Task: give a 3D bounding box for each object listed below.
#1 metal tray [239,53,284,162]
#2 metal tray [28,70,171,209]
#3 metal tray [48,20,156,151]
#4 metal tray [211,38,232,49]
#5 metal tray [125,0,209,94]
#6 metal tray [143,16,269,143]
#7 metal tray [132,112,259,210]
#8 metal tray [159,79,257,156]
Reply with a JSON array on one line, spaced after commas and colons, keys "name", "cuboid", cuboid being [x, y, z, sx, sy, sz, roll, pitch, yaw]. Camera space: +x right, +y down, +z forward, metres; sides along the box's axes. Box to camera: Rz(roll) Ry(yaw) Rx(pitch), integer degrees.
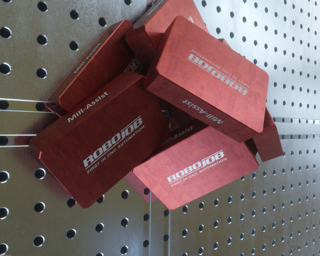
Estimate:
[{"name": "metal tray", "cuboid": [0.126, -0.028, 0.428, 0.090, 0.030, 0.130, 46, 25, -53]}, {"name": "metal tray", "cuboid": [-0.056, 0.011, 0.329, 0.131, 0.030, 0.090, -40, 131, -20]}, {"name": "metal tray", "cuboid": [-0.052, -0.049, 0.360, 0.090, 0.030, 0.130, 46, 62, -30]}, {"name": "metal tray", "cuboid": [0.094, -0.063, 0.454, 0.131, 0.030, 0.090, 19, 77, -59]}, {"name": "metal tray", "cuboid": [0.018, -0.114, 0.395, 0.090, 0.030, 0.130, 56, 44, -27]}, {"name": "metal tray", "cuboid": [0.056, -0.052, 0.337, 0.131, 0.030, 0.090, 28, 57, -16]}, {"name": "metal tray", "cuboid": [0.043, 0.041, 0.383, 0.090, 0.130, 0.030, 51, 18, -29]}, {"name": "metal tray", "cuboid": [0.068, -0.008, 0.424, 0.130, 0.090, 0.030, 51, 60, -27]}]
